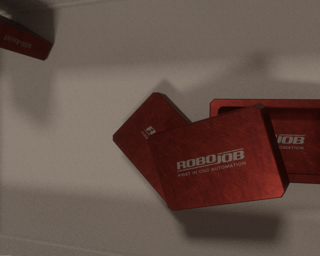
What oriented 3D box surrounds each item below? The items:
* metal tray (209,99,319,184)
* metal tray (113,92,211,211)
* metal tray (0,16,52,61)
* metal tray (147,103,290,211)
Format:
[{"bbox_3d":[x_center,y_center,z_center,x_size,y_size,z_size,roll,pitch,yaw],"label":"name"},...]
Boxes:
[{"bbox_3d":[0.121,0.015,0.346,0.131,0.030,0.090,1,81,10],"label":"metal tray"},{"bbox_3d":[0.012,0.029,0.403,0.090,0.030,0.130,-46,76,14],"label":"metal tray"},{"bbox_3d":[-0.229,-0.139,0.433,0.090,0.130,0.030,32,100,17],"label":"metal tray"},{"bbox_3d":[0.058,0.034,0.330,0.130,0.030,0.090,-17,90,31],"label":"metal tray"}]
